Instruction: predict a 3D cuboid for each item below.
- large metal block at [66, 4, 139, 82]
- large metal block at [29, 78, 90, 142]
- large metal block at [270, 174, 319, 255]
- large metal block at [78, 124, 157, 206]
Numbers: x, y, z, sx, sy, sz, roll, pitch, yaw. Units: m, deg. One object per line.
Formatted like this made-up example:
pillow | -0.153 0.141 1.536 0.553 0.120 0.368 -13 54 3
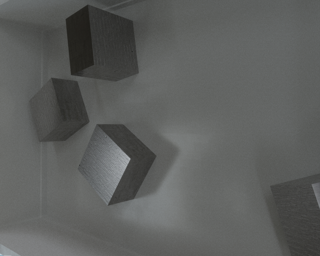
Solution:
large metal block | -0.080 -0.115 0.437 0.050 0.081 0.080 -12 83 39
large metal block | -0.176 -0.029 0.536 0.080 0.050 0.080 -32 70 35
large metal block | 0.139 0.079 0.248 0.050 0.080 0.080 -13 79 -4
large metal block | -0.063 0.050 0.443 0.080 0.050 0.080 41 115 32
